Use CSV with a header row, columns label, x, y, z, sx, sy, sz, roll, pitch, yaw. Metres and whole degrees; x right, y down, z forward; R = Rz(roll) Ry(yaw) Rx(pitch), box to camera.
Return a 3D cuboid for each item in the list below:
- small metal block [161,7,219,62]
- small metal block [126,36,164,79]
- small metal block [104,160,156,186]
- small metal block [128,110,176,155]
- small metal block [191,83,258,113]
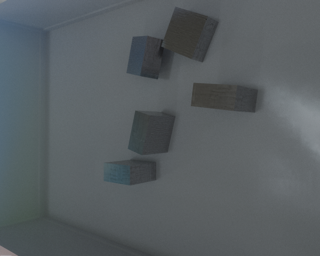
label,x,y,z,sx,sy,sz,roll,pitch,yaw
small metal block,0.035,-0.113,0.376,0.050,0.025,0.050,32,110,35
small metal block,-0.020,-0.093,0.410,0.050,0.025,0.050,28,109,60
small metal block,-0.041,0.059,0.422,0.050,0.050,0.025,0,90,39
small metal block,-0.010,0.006,0.397,0.025,0.050,0.050,20,103,38
small metal block,0.069,-0.032,0.332,0.050,0.050,0.025,10,97,39
